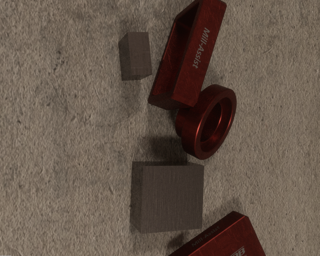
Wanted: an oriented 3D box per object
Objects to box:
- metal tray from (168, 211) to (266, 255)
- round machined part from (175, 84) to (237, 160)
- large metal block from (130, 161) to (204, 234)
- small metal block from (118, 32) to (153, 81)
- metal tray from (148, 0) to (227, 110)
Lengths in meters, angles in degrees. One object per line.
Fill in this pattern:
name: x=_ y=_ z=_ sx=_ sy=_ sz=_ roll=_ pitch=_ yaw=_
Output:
metal tray: x=0.083 y=0.191 z=0.439 sx=0.131 sy=0.030 sz=0.090 roll=-28 pitch=100 yaw=-18
round machined part: x=0.057 y=-0.011 z=0.405 sx=0.099 sy=0.042 sz=0.097 roll=-35 pitch=138 yaw=-38
large metal block: x=0.008 y=0.086 z=0.400 sx=0.081 sy=0.050 sz=0.079 roll=2 pitch=89 yaw=-20
small metal block: x=-0.032 y=-0.087 z=0.385 sx=0.025 sy=0.050 sz=0.050 roll=-6 pitch=93 yaw=-20
metal tray: x=0.031 y=-0.089 z=0.386 sx=0.030 sy=0.090 sz=0.129 roll=20 pitch=83 yaw=-19
